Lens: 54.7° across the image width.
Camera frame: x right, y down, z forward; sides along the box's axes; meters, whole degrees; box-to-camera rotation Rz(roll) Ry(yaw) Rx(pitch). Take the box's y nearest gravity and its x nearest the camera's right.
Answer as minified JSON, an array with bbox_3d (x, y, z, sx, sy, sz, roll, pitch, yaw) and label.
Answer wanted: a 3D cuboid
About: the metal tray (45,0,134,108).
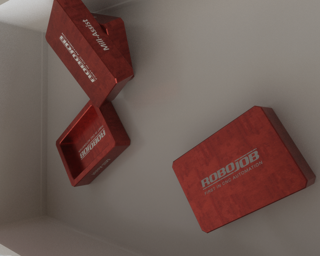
[{"bbox_3d":[-0.099,-0.101,0.421,0.130,0.030,0.090,53,147,0],"label":"metal tray"}]

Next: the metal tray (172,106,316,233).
[{"bbox_3d":[0.082,0.047,0.336,0.130,0.030,0.090,-39,66,33],"label":"metal tray"}]

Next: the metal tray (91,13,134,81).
[{"bbox_3d":[-0.099,-0.120,0.458,0.130,0.030,0.089,24,136,37],"label":"metal tray"}]

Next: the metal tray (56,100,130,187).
[{"bbox_3d":[-0.111,0.024,0.495,0.129,0.030,0.090,-43,64,31],"label":"metal tray"}]
